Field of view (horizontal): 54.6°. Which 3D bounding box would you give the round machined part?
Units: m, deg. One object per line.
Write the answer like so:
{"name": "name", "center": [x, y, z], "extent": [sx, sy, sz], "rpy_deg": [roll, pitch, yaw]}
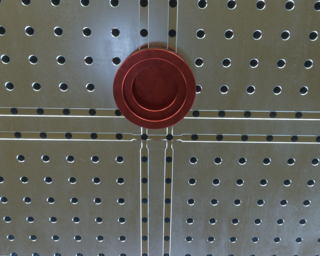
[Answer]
{"name": "round machined part", "center": [-0.006, -0.051, 0.385], "extent": [0.099, 0.042, 0.097], "rpy_deg": [0, 110, 0]}
